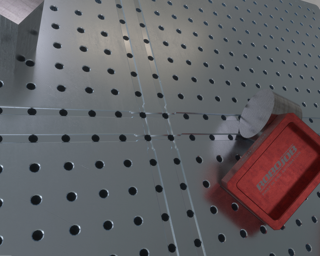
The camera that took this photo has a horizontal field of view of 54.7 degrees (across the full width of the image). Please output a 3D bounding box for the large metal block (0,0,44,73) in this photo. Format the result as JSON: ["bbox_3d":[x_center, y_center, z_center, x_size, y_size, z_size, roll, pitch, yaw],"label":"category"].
[{"bbox_3d":[-0.185,-0.122,0.347,0.080,0.080,0.050,29,52,-10],"label":"large metal block"}]

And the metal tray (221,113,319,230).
[{"bbox_3d":[0.158,0.055,0.409,0.090,0.030,0.130,42,87,-1],"label":"metal tray"}]

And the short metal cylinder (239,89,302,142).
[{"bbox_3d":[0.166,-0.013,0.470,0.050,0.080,0.080,23,53,-14],"label":"short metal cylinder"}]
